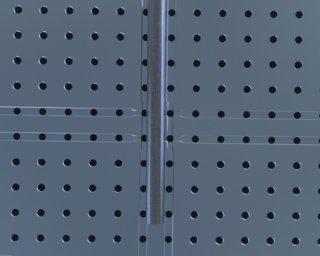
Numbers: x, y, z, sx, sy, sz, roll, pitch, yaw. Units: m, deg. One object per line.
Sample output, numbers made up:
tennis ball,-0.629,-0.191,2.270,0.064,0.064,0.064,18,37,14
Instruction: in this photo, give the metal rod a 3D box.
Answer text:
metal rod,-0.005,-0.024,0.414,0.025,0.025,0.298,1,90,0
